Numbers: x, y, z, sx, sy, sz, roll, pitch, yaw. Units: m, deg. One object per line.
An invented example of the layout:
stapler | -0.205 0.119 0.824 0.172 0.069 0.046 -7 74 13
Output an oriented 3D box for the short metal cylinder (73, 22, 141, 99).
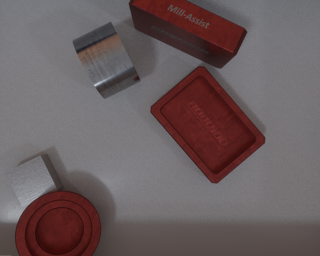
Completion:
short metal cylinder | -0.064 -0.083 0.383 0.050 0.080 0.080 -27 90 0

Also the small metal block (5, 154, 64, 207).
small metal block | -0.165 0.068 0.409 0.050 0.025 0.050 -26 90 -1

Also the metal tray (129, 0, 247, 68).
metal tray | 0.031 -0.121 0.379 0.131 0.090 0.030 25 90 -1

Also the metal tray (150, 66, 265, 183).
metal tray | 0.061 -0.004 0.409 0.090 0.030 0.130 -41 91 0

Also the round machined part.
round machined part | -0.126 0.128 0.392 0.099 0.042 0.097 3 81 -15
